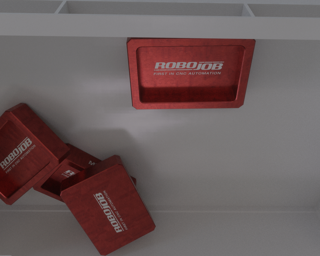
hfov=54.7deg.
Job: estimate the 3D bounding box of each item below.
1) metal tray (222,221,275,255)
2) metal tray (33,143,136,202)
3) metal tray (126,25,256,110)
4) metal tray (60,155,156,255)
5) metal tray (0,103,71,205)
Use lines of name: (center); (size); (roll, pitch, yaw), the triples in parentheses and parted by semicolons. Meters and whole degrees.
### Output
metal tray: (0.178, 0.238, 0.612); (0.090, 0.030, 0.129); (-11, 130, 9)
metal tray: (-0.113, 0.086, 0.477); (0.130, 0.030, 0.090); (33, 123, -25)
metal tray: (0.032, -0.066, 0.349); (0.131, 0.030, 0.089); (-1, 130, 0)
metal tray: (-0.072, 0.113, 0.447); (0.090, 0.030, 0.129); (-26, 116, -6)
metal tray: (-0.194, 0.039, 0.416); (0.130, 0.030, 0.090); (-37, 100, 27)
